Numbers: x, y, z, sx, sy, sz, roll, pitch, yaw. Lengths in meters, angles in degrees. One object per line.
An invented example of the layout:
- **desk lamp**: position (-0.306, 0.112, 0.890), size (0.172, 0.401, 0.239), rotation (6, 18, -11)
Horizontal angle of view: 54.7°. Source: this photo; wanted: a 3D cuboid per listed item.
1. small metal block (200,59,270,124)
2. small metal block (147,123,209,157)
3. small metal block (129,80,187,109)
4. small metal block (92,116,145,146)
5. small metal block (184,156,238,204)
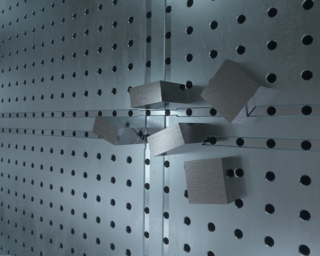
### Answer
- **small metal block**: position (0.081, -0.040, 0.341), size (0.050, 0.025, 0.050), rotation (48, 118, 29)
- **small metal block**: position (0.022, 0.014, 0.374), size (0.050, 0.050, 0.025), rotation (-25, 74, 37)
- **small metal block**: position (-0.002, -0.041, 0.393), size (0.050, 0.050, 0.025), rotation (-8, 85, 39)
- **small metal block**: position (-0.058, 0.003, 0.439), size (0.050, 0.050, 0.025), rotation (24, 105, 37)
- **small metal block**: position (0.058, 0.061, 0.360), size (0.050, 0.025, 0.050), rotation (-11, 83, 39)
